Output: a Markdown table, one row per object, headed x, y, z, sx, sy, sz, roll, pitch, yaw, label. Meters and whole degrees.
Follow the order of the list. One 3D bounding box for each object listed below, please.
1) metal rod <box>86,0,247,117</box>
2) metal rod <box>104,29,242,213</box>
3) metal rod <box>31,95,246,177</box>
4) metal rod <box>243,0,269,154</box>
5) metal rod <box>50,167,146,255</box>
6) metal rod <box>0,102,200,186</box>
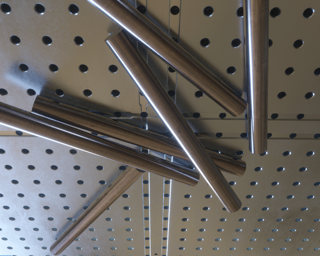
| x | y | z | sx | sy | sz | roll | pitch | yaw | label |
| --- | --- | --- | --- | --- | --- | --- | --- | --- | --- |
| -0.014 | -0.100 | 0.326 | 0.301 | 0.025 | 0.025 | 33 | 123 | -25 | metal rod |
| 0.031 | 0.009 | 0.395 | 0.025 | 0.025 | 0.300 | -26 | 119 | 20 | metal rod |
| -0.017 | 0.016 | 0.424 | 0.302 | 0.025 | 0.025 | 18 | 128 | -15 | metal rod |
| 0.106 | -0.083 | 0.341 | 0.025 | 0.025 | 0.299 | -9 | 130 | 8 | metal rod |
| -0.117 | 0.148 | 0.535 | 0.025 | 0.025 | 0.299 | 29 | 124 | -23 | metal rod |
| -0.073 | 0.027 | 0.413 | 0.302 | 0.025 | 0.025 | 22 | 127 | -25 | metal rod |
